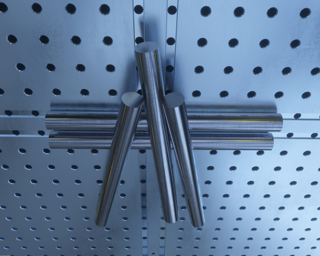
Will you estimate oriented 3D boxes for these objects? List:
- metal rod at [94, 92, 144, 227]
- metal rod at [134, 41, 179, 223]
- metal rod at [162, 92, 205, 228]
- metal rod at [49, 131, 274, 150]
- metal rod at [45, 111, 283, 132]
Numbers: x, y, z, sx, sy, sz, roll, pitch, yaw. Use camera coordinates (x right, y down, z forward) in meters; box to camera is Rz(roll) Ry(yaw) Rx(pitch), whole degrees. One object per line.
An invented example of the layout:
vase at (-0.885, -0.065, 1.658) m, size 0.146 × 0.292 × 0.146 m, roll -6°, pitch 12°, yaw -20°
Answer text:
metal rod at (-0.066, 0.067, 0.443) m, size 0.025 × 0.025 × 0.298 m, roll 11°, pitch 136°, yaw -10°
metal rod at (0.002, 0.031, 0.406) m, size 0.025 × 0.025 × 0.298 m, roll -5°, pitch 130°, yaw 4°
metal rod at (0.041, 0.068, 0.446) m, size 0.025 × 0.025 × 0.299 m, roll -8°, pitch 137°, yaw 6°
metal rod at (0.003, 0.018, 0.427) m, size 0.302 × 0.025 × 0.025 m, roll 1°, pitch 130°, yaw -1°
metal rod at (0.006, -0.009, 0.405) m, size 0.302 × 0.025 × 0.025 m, roll 1°, pitch 130°, yaw -1°
